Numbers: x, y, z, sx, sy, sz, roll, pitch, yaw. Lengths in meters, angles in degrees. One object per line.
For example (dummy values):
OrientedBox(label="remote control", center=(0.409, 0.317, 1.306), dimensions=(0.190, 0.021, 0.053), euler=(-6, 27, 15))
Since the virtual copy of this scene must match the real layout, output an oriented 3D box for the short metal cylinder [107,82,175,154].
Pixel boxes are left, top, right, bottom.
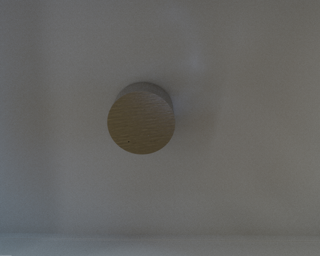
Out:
OrientedBox(label="short metal cylinder", center=(-0.022, -0.013, 0.390), dimensions=(0.080, 0.050, 0.079), euler=(0, 110, 0))
